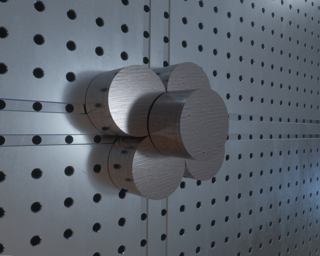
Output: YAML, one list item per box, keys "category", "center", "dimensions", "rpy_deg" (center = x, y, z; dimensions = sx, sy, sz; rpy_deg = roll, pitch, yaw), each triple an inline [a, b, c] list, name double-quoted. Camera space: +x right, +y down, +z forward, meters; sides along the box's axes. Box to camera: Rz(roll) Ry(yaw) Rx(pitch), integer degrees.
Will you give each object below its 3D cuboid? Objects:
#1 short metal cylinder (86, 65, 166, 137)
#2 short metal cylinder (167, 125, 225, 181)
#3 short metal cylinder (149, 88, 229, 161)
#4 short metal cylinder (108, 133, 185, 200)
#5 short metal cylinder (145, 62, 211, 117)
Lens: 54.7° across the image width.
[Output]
- category: "short metal cylinder"
  center: [-0.038, -0.030, 0.361]
  dimensions: [0.081, 0.050, 0.079]
  rpy_deg: [0, 90, -40]
- category: "short metal cylinder"
  center: [0.045, 0.030, 0.432]
  dimensions: [0.081, 0.050, 0.079]
  rpy_deg: [0, 90, -40]
- category: "short metal cylinder"
  center: [0.034, -0.004, 0.356]
  dimensions: [0.081, 0.050, 0.079]
  rpy_deg: [-2, 93, -41]
- category: "short metal cylinder"
  center: [-0.016, 0.044, 0.381]
  dimensions: [0.081, 0.050, 0.079]
  rpy_deg: [0, 90, -40]
- category: "short metal cylinder"
  center: [0.023, -0.044, 0.413]
  dimensions: [0.081, 0.050, 0.079]
  rpy_deg: [0, 90, -40]
